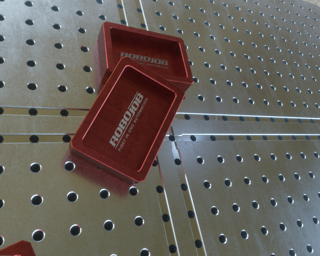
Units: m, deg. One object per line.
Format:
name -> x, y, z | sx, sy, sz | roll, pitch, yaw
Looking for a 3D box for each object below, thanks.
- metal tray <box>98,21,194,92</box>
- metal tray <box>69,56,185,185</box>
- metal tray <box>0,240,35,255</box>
metal tray -> -0.021, -0.100, 0.454 | 0.131, 0.030, 0.090 | 4, 60, -26
metal tray -> -0.036, -0.010, 0.370 | 0.090, 0.030, 0.130 | 30, 67, -9
metal tray -> -0.148, 0.156, 0.229 | 0.131, 0.030, 0.090 | -19, 72, -35
